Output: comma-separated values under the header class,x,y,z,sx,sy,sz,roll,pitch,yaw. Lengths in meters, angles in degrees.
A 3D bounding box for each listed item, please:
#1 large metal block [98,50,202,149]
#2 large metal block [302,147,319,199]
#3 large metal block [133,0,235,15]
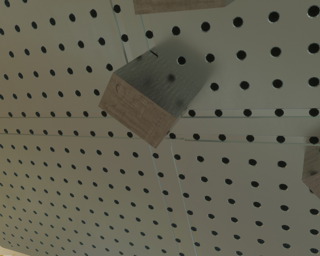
class,x,y,z,sx,sy,sz,roll,pitch,yaw
large metal block,-0.009,-0.036,0.359,0.080,0.080,0.050,36,129,4
large metal block,0.208,0.050,0.316,0.080,0.050,0.080,45,129,-4
large metal block,0.027,-0.138,0.277,0.080,0.080,0.050,5,121,26
